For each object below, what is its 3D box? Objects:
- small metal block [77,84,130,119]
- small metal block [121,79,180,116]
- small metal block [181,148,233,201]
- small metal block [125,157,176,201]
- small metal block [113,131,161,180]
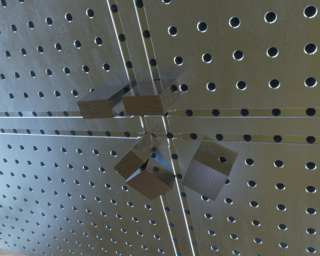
[{"bbox_3d":[-0.071,-0.035,0.409,0.050,0.050,0.025,-1,118,28],"label":"small metal block"},{"bbox_3d":[-0.010,-0.037,0.376,0.050,0.050,0.025,0,119,27],"label":"small metal block"},{"bbox_3d":[0.063,0.063,0.416,0.050,0.025,0.050,26,127,11],"label":"small metal block"},{"bbox_3d":[-0.014,0.076,0.457,0.050,0.025,0.050,38,130,-16],"label":"small metal block"},{"bbox_3d":[-0.032,0.039,0.434,0.025,0.050,0.050,44,129,-2],"label":"small metal block"}]
